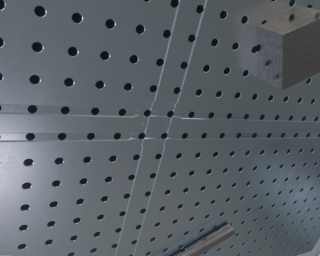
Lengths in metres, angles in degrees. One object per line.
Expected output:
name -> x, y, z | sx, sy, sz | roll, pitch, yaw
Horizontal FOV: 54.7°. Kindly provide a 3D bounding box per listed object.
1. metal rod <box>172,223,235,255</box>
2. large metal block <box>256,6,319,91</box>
metal rod -> 0.008, 0.263, 0.577 | 0.302, 0.025, 0.025 | -26, 128, -12
large metal block -> 0.183, -0.110, 0.426 | 0.080, 0.050, 0.080 | -25, 128, -13
